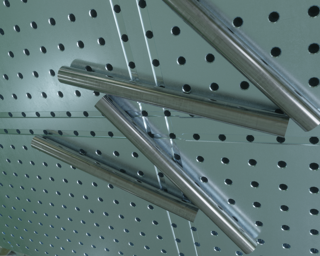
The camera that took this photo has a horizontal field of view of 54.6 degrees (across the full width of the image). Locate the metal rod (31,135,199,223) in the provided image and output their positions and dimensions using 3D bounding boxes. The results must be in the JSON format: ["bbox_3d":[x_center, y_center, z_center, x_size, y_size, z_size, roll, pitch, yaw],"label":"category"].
[{"bbox_3d":[-0.080,0.076,0.501,0.301,0.025,0.025,22,127,15],"label":"metal rod"}]

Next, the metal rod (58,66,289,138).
[{"bbox_3d":[0.001,-0.038,0.387,0.301,0.025,0.025,15,125,19],"label":"metal rod"}]

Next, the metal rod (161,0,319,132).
[{"bbox_3d":[0.049,-0.106,0.320,0.300,0.025,0.025,42,129,-1],"label":"metal rod"}]

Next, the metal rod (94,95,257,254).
[{"bbox_3d":[0.024,0.067,0.439,0.300,0.025,0.025,45,129,-3],"label":"metal rod"}]
